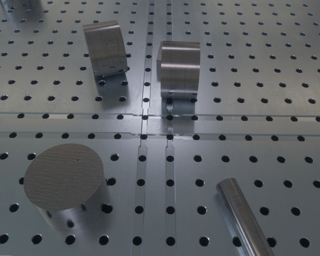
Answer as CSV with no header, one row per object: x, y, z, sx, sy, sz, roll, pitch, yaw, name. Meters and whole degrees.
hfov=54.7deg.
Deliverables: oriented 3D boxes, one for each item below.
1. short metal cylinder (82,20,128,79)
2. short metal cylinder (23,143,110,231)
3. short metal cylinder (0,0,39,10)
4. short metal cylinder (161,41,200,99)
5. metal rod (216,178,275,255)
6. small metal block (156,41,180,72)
-0.084,-0.119,0.472,0.050,0.080,0.080,-13,51,-11,short metal cylinder
-0.098,0.063,0.337,0.081,0.050,0.080,0,50,0,short metal cylinder
-0.292,-0.284,0.628,0.081,0.050,0.080,0,50,0,short metal cylinder
0.028,-0.083,0.442,0.050,0.080,0.080,3,50,2,short metal cylinder
0.117,0.174,0.261,0.025,0.025,0.300,-12,51,-10,metal rod
0.023,-0.114,0.504,0.050,0.025,0.050,6,50,5,small metal block
